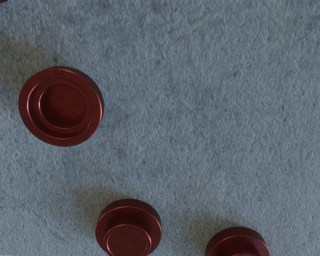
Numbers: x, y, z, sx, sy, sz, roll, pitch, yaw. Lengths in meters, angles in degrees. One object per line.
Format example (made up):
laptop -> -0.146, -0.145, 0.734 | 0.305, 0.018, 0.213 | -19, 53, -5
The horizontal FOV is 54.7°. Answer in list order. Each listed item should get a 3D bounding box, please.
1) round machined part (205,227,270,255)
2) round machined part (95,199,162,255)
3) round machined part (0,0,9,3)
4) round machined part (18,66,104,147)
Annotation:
round machined part -> 0.122, 0.206, 0.479 | 0.099, 0.042, 0.097 | 0, 110, -1
round machined part -> -0.047, 0.158, 0.458 | 0.099, 0.042, 0.097 | 0, 110, -1
round machined part -> -0.190, -0.183, 0.330 | 0.099, 0.042, 0.097 | 0, 110, -1
round machined part -> -0.119, -0.029, 0.388 | 0.099, 0.042, 0.097 | 0, 110, -1
